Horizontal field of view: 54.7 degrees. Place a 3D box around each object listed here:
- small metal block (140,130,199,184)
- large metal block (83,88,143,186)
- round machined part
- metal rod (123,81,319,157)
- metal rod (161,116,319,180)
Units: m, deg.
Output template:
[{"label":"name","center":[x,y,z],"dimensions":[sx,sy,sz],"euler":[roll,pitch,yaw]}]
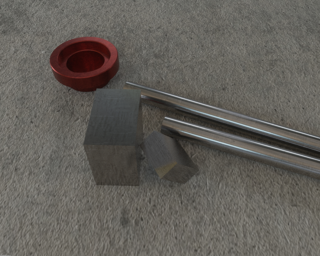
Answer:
[{"label":"small metal block","center":[0.011,0.034,0.355],"dimensions":[0.025,0.050,0.050],"euler":[-46,55,14]},{"label":"large metal block","center":[-0.048,0.012,0.357],"dimensions":[0.050,0.080,0.080],"euler":[1,50,1]},{"label":"round machined part","center":[-0.111,-0.092,0.468],"dimensions":[0.099,0.042,0.098],"euler":[0,50,0]},{"label":"metal rod","center":[0.091,-0.012,0.414],"dimensions":[0.301,0.025,0.025],"euler":[18,52,14]},{"label":"metal rod","center":[0.147,0.037,0.374],"dimensions":[0.301,0.025,0.025],"euler":[16,52,12]}]
